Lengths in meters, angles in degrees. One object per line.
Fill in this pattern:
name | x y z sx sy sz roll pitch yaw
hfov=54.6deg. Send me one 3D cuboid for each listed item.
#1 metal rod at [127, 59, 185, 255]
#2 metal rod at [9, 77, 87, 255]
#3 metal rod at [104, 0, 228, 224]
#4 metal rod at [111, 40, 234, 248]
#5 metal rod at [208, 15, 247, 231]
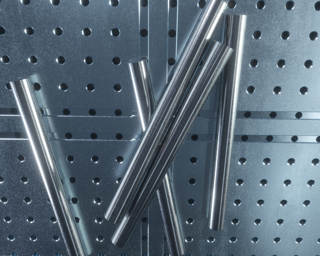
metal rod | -0.001 0.055 0.433 0.025 0.025 0.298 -10 110 4
metal rod | -0.151 0.077 0.440 0.025 0.025 0.298 -9 110 3
metal rod | 0.003 -0.014 0.384 0.025 0.025 0.299 25 99 -9
metal rod | 0.008 0.032 0.398 0.025 0.025 0.298 25 106 -9
metal rod | 0.087 0.007 0.416 0.025 0.025 0.298 1 110 -1
